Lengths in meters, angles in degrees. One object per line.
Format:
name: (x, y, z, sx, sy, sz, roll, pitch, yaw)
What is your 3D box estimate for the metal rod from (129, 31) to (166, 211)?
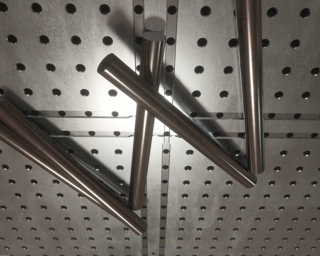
metal rod: (-0.023, 0.015, 0.424, 0.025, 0.025, 0.298, 5, 130, -5)

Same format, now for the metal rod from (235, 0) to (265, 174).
metal rod: (0.110, -0.051, 0.370, 0.025, 0.025, 0.299, -11, 130, 8)

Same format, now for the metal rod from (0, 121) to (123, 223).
metal rod: (-0.142, 0.069, 0.468, 0.025, 0.025, 0.300, -30, 125, 22)

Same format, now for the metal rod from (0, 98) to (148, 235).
metal rod: (-0.116, 0.072, 0.457, 0.025, 0.025, 0.300, -28, 121, 21)

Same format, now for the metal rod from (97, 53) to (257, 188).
metal rod: (0.043, 0.009, 0.398, 0.025, 0.025, 0.301, -34, 130, 25)
